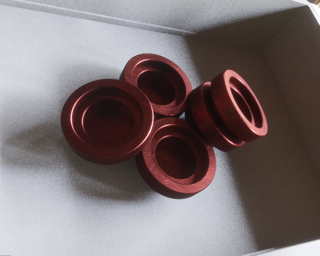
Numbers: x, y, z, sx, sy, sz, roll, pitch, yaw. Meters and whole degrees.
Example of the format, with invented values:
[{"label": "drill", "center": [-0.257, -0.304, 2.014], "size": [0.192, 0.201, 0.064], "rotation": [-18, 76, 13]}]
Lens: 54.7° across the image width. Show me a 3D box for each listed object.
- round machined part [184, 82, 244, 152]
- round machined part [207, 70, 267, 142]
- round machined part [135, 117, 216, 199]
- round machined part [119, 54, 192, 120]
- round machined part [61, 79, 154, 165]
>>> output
[{"label": "round machined part", "center": [0.071, -0.011, 0.424], "size": [0.098, 0.042, 0.098], "rotation": [33, 40, -33]}, {"label": "round machined part", "center": [0.096, -0.025, 0.410], "size": [0.098, 0.042, 0.098], "rotation": [33, 41, -34]}, {"label": "round machined part", "center": [0.015, 0.039, 0.376], "size": [0.099, 0.042, 0.098], "rotation": [14, 56, -21]}, {"label": "round machined part", "center": [-0.009, -0.049, 0.417], "size": [0.099, 0.042, 0.098], "rotation": [14, 56, -21]}, {"label": "round machined part", "center": [-0.058, -0.004, 0.351], "size": [0.099, 0.042, 0.098], "rotation": [2, 63, -4]}]
